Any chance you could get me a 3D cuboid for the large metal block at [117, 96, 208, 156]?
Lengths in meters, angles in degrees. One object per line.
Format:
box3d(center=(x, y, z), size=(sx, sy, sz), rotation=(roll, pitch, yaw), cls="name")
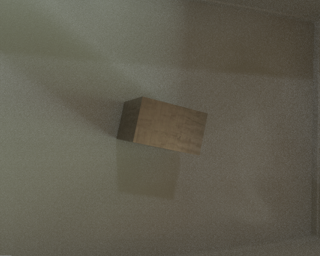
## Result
box3d(center=(-0.001, -0.001, 0.380), size=(0.081, 0.080, 0.050), rotation=(13, 86, -20), cls="large metal block")
